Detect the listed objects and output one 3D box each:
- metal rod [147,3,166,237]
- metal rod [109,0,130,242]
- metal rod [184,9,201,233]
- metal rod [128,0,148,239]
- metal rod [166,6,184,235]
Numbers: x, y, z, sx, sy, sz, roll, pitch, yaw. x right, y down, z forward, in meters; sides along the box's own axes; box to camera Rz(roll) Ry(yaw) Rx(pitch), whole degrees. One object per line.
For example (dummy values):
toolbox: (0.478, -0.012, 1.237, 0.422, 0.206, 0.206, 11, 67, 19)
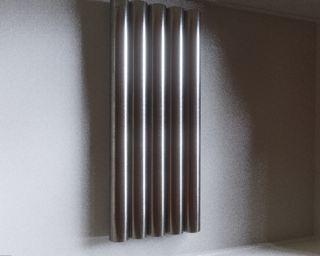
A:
metal rod: (-0.005, -0.010, 0.407, 0.025, 0.025, 0.298, 0, 90, -20)
metal rod: (-0.051, -0.010, 0.390, 0.025, 0.025, 0.298, 0, 90, -20)
metal rod: (0.043, -0.009, 0.425, 0.025, 0.025, 0.298, 0, 90, -20)
metal rod: (-0.029, -0.010, 0.399, 0.025, 0.025, 0.298, 0, 90, -20)
metal rod: (0.020, -0.010, 0.416, 0.025, 0.025, 0.298, 0, 90, -20)
